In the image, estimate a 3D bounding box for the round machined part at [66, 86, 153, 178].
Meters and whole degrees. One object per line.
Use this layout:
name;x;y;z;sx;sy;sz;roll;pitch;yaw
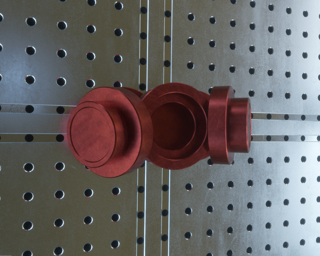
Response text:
round machined part;-0.060;0.005;0.328;0.042;0.098;0.097;-9;94;-58

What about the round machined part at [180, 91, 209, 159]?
round machined part;0.047;-0.003;0.422;0.099;0.042;0.097;0;90;-21

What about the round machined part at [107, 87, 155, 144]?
round machined part;-0.045;-0.003;0.387;0.099;0.042;0.097;0;90;-21

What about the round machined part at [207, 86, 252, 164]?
round machined part;0.089;-0.004;0.384;0.042;0.098;0.097;0;90;20

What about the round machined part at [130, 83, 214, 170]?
round machined part;0.011;-0.002;0.363;0.099;0.042;0.097;0;90;-21
